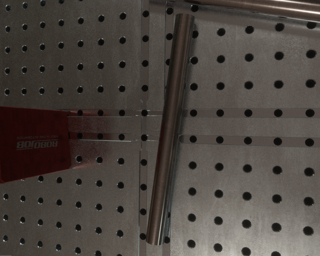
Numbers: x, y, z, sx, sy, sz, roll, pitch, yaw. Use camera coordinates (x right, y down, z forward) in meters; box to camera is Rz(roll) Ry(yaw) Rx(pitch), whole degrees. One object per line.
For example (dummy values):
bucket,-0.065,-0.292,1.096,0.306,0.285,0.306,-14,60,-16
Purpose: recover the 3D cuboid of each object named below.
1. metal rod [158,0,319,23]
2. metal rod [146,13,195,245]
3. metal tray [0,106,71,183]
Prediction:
metal rod,0.117,-0.149,0.371,0.301,0.025,0.025,16,95,18
metal rod,0.013,0.004,0.407,0.025,0.025,0.298,9,93,19
metal tray,-0.175,0.020,0.417,0.030,0.130,0.089,-5,89,20
